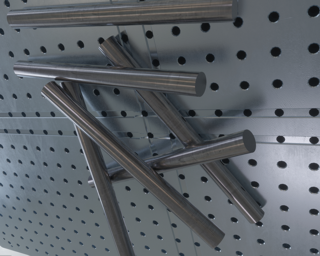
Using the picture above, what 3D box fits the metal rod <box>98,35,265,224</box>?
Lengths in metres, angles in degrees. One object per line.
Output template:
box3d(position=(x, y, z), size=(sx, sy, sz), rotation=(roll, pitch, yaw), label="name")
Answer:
box3d(position=(0.032, 0.007, 0.398), size=(0.300, 0.025, 0.025), rotation=(49, 129, -7), label="metal rod")

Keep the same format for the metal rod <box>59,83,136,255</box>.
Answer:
box3d(position=(-0.088, 0.074, 0.465), size=(0.025, 0.025, 0.299), rotation=(-11, 101, 33), label="metal rod")

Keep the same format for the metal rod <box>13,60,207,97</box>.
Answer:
box3d(position=(-0.084, -0.067, 0.388), size=(0.300, 0.025, 0.025), rotation=(10, 123, 32), label="metal rod")

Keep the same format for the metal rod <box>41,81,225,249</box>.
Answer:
box3d(position=(-0.040, 0.043, 0.404), size=(0.300, 0.025, 0.025), rotation=(41, 129, 7), label="metal rod")

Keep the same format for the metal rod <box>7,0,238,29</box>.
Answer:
box3d(position=(-0.063, -0.132, 0.363), size=(0.300, 0.025, 0.025), rotation=(7, 122, 24), label="metal rod")

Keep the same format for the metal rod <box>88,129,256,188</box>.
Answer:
box3d(position=(-0.009, 0.052, 0.424), size=(0.299, 0.025, 0.025), rotation=(-21, 108, 43), label="metal rod")
